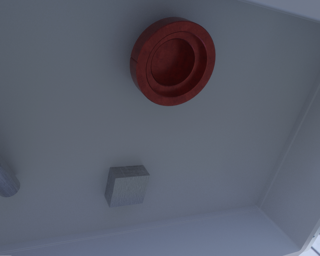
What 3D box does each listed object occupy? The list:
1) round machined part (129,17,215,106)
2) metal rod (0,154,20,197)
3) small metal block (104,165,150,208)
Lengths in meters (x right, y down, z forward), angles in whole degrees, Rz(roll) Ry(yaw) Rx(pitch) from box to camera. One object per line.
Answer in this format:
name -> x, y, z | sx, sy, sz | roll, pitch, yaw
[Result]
round machined part -> 0.011, -0.078, 0.357 | 0.099, 0.042, 0.097 | -14, 125, -21
metal rod -> -0.163, -0.015, 0.235 | 0.025, 0.025, 0.298 | -19, 150, -17
small metal block -> -0.047, 0.081, 0.435 | 0.050, 0.025, 0.050 | 0, 119, -29
